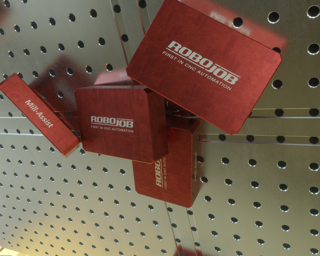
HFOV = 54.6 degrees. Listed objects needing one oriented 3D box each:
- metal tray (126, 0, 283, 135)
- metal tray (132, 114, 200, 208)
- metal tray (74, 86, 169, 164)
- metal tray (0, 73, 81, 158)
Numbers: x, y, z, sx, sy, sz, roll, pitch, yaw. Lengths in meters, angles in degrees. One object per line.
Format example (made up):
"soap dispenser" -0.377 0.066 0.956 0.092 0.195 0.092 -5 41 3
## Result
"metal tray" 0.043 -0.062 0.319 0.130 0.030 0.090 31 96 8
"metal tray" 0.007 0.044 0.432 0.090 0.030 0.129 11 123 22
"metal tray" -0.053 -0.009 0.403 0.130 0.030 0.089 6 107 37
"metal tray" -0.176 -0.013 0.463 0.130 0.030 0.090 47 163 -5
